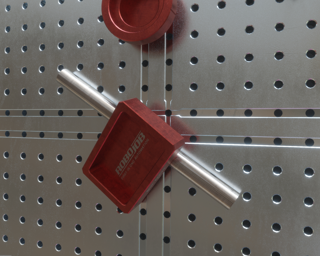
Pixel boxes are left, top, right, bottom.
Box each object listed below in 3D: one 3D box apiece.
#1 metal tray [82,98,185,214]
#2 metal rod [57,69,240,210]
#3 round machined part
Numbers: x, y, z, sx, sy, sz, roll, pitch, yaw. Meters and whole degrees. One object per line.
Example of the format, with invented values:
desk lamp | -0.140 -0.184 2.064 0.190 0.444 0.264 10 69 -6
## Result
metal tray | -0.039 0.037 0.402 0.090 0.030 0.129 41 119 13
metal rod | -0.027 0.007 0.420 0.300 0.025 0.025 36 101 16
round machined part | -0.024 -0.159 0.411 0.098 0.042 0.097 0 90 19
